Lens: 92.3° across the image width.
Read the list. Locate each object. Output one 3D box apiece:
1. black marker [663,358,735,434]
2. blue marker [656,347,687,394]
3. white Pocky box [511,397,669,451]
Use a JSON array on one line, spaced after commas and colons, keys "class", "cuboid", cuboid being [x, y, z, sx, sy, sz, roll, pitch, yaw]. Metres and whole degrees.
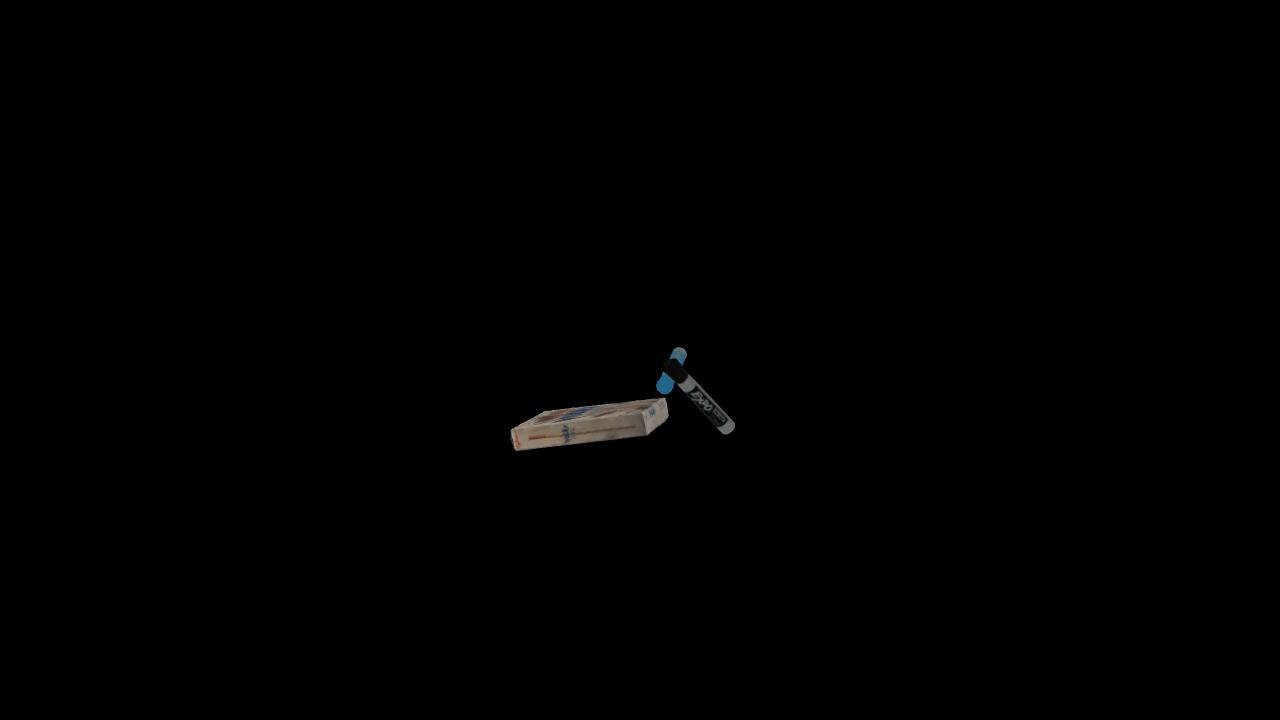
[{"class": "black marker", "cuboid": [0.063, 0.039, 0.661, 0.020, 0.020, 0.121, 0, -38, 50]}, {"class": "blue marker", "cuboid": [0.038, 0.012, 0.724, 0.020, 0.020, 0.121, 0, 19, 12]}, {"class": "white Pocky box", "cuboid": [-0.053, 0.069, 0.668, 0.154, 0.028, 0.084, -9, 6, 20]}]
